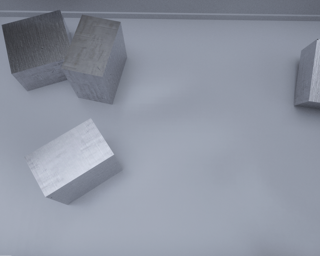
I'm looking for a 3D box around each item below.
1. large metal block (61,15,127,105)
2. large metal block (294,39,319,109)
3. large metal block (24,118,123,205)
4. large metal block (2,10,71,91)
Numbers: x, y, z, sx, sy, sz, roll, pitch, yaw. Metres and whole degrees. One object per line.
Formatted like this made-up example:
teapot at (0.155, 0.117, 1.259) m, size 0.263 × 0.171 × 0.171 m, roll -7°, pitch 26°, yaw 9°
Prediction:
large metal block at (-0.082, -0.088, 0.412) m, size 0.050 × 0.080 × 0.080 m, roll 12°, pitch 71°, yaw 4°
large metal block at (0.233, -0.066, 0.410) m, size 0.080 × 0.050 × 0.080 m, roll 9°, pitch 88°, yaw 3°
large metal block at (-0.096, 0.043, 0.364) m, size 0.080 × 0.080 × 0.050 m, roll -32°, pitch 73°, yaw -11°
large metal block at (-0.164, -0.108, 0.435) m, size 0.080 × 0.050 × 0.080 m, roll -18°, pitch 71°, yaw -7°
